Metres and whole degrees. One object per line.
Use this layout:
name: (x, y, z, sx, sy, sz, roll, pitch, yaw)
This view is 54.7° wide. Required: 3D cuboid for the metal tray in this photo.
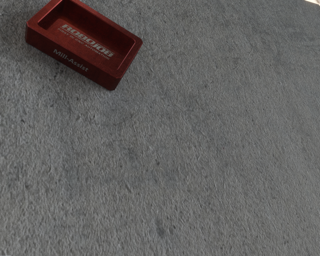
metal tray: (-0.098, -0.118, 0.419, 0.130, 0.030, 0.090, 30, 52, -9)
